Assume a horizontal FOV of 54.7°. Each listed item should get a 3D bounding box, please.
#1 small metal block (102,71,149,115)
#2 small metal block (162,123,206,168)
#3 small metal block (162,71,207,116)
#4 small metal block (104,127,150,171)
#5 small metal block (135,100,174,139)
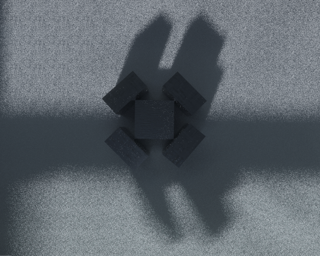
[{"bbox_3d":[-0.042,-0.043,0.396,0.050,0.050,0.025,-42,90,1],"label":"small metal block"},{"bbox_3d":[0.029,0.021,0.397,0.025,0.050,0.050,40,89,-1],"label":"small metal block"},{"bbox_3d":[0.029,-0.042,0.397,0.025,0.050,0.050,-45,91,-1],"label":"small metal block"},{"bbox_3d":[-0.040,0.025,0.397,0.025,0.050,0.050,-45,90,1],"label":"small metal block"},{"bbox_3d":[-0.007,-0.011,0.409,0.050,0.025,0.050,1,90,0],"label":"small metal block"}]
